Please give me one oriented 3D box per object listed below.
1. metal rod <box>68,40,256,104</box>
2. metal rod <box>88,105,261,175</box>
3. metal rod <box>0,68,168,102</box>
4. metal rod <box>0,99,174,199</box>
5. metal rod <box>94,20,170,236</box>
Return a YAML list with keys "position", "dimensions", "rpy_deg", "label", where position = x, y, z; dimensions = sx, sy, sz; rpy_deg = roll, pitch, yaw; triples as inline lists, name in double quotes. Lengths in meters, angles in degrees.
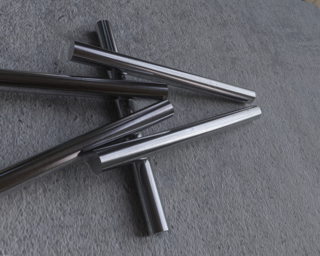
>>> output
- position: [0.023, -0.072, 0.442]
  dimensions: [0.302, 0.025, 0.025]
  rpy_deg: [9, 58, -31]
  label: "metal rod"
- position: [0.045, 0.005, 0.408]
  dimensions: [0.302, 0.025, 0.025]
  rpy_deg: [-15, 70, -41]
  label: "metal rod"
- position: [-0.135, -0.050, 0.346]
  dimensions: [0.303, 0.025, 0.025]
  rpy_deg: [2, 61, -21]
  label: "metal rod"
- position: [-0.107, 0.032, 0.311]
  dimensions: [0.302, 0.025, 0.025]
  rpy_deg: [-26, 76, -32]
  label: "metal rod"
- position: [-0.042, -0.017, 0.394]
  dimensions: [0.025, 0.025, 0.299]
  rpy_deg: [-3, 63, -30]
  label: "metal rod"
